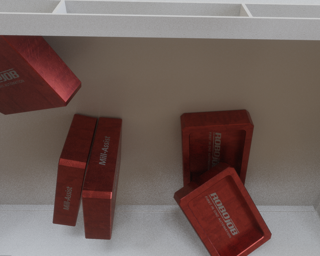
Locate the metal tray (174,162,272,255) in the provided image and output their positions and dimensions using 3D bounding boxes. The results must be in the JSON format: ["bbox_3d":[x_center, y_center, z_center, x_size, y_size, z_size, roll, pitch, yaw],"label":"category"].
[{"bbox_3d":[0.090,0.126,0.442,0.090,0.030,0.130,-33,102,-7],"label":"metal tray"}]

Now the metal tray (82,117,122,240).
[{"bbox_3d":[-0.069,0.059,0.390,0.030,0.130,0.089,5,130,-4],"label":"metal tray"}]

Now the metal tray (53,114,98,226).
[{"bbox_3d":[-0.113,0.058,0.413,0.030,0.090,0.129,12,129,-10],"label":"metal tray"}]

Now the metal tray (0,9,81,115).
[{"bbox_3d":[-0.155,-0.058,0.318,0.130,0.030,0.090,-3,137,38],"label":"metal tray"}]

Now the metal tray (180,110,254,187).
[{"bbox_3d":[0.077,0.036,0.437,0.091,0.030,0.129,-4,130,2],"label":"metal tray"}]
